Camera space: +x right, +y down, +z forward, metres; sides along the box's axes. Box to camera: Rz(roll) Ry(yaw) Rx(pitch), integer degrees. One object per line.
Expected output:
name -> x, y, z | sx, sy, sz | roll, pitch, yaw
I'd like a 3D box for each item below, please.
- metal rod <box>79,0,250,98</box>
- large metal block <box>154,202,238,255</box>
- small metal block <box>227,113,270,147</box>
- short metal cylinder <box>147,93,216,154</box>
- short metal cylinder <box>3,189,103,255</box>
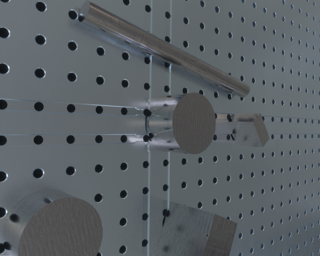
metal rod -> 0.030, -0.096, 0.434 | 0.302, 0.025, 0.025 | 16, 80, -39
large metal block -> 0.046, 0.151, 0.413 | 0.050, 0.080, 0.080 | 31, 71, -36
small metal block -> 0.147, 0.004, 0.517 | 0.025, 0.050, 0.050 | -41, 115, -32
short metal cylinder -> 0.030, -0.006, 0.418 | 0.081, 0.050, 0.079 | 0, 90, -40
short metal cylinder -> -0.105, 0.105, 0.306 | 0.081, 0.050, 0.079 | 0, 90, -40
